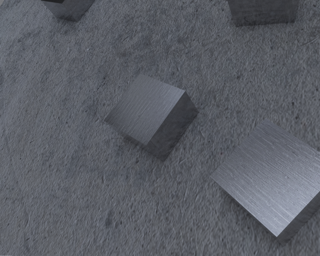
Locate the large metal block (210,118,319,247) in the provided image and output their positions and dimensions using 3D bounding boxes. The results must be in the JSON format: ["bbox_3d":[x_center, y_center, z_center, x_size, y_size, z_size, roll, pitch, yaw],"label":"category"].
[{"bbox_3d":[0.110,0.051,0.298,0.080,0.050,0.080,-45,51,-3],"label":"large metal block"}]

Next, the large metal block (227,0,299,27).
[{"bbox_3d":[0.147,-0.191,0.428,0.080,0.050,0.080,6,65,31],"label":"large metal block"}]

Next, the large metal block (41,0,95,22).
[{"bbox_3d":[-0.190,-0.277,0.658,0.080,0.050,0.080,23,74,36],"label":"large metal block"}]

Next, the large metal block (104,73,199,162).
[{"bbox_3d":[-0.011,-0.015,0.403,0.080,0.050,0.080,27,77,37],"label":"large metal block"}]
